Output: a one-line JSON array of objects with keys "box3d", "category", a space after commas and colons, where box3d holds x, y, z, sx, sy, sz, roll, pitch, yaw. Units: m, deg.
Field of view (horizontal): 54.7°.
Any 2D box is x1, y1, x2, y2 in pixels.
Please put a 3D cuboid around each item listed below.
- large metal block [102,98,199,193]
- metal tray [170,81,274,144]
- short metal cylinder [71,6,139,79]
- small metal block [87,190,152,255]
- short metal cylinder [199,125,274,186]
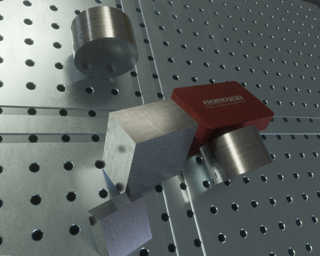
[{"box3d": [-0.013, 0.020, 0.345, 0.081, 0.079, 0.050, -17, 48, -35], "category": "large metal block"}, {"box3d": [0.089, -0.027, 0.449, 0.131, 0.030, 0.090, -12, 47, -33], "category": "metal tray"}, {"box3d": [-0.072, -0.108, 0.400, 0.081, 0.080, 0.050, 1, 62, -28], "category": "short metal cylinder"}, {"box3d": [-0.039, 0.098, 0.311, 0.050, 0.025, 0.050, -22, 110, -36], "category": "small metal block"}, {"box3d": [0.097, 0.036, 0.401, 0.081, 0.080, 0.050, -12, 72, -33], "category": "short metal cylinder"}]
